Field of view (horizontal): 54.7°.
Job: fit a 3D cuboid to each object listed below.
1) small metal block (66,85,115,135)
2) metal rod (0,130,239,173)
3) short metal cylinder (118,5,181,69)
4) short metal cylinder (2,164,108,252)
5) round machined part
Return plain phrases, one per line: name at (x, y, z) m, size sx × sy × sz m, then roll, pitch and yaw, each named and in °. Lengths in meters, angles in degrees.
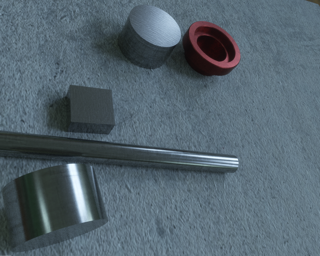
small metal block at (-0.084, -0.021, 0.371) m, size 0.050 × 0.025 × 0.050 m, roll 4°, pitch 60°, yaw -26°
metal rod at (-0.036, 0.031, 0.364) m, size 0.302 × 0.025 × 0.025 m, roll 8°, pitch 59°, yaw -24°
short metal cylinder at (-0.016, -0.135, 0.462) m, size 0.081 × 0.050 × 0.080 m, roll 14°, pitch 56°, yaw -21°
short metal cylinder at (-0.092, 0.071, 0.276) m, size 0.081 × 0.080 × 0.050 m, roll -7°, pitch 66°, yaw -32°
round machined part at (0.080, -0.125, 0.512) m, size 0.099 × 0.042 × 0.098 m, roll 14°, pitch 56°, yaw -21°
